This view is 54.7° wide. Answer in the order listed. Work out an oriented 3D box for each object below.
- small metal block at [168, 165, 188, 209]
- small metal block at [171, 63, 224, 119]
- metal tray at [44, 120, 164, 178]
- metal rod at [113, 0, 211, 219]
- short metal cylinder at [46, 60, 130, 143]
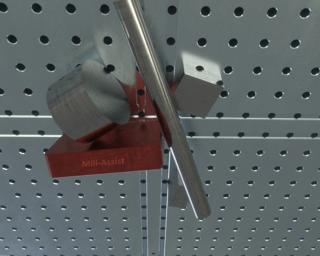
[{"bbox_3d":[0.031,0.085,0.468,0.025,0.050,0.050,11,129,-10],"label":"small metal block"},{"bbox_3d":[0.042,-0.044,0.375,0.050,0.025,0.050,16,128,-14],"label":"small metal block"},{"bbox_3d":[-0.061,0.023,0.384,0.131,0.090,0.030,-5,109,4],"label":"metal tray"},{"bbox_3d":[0.013,-0.004,0.371,0.025,0.025,0.299,-15,118,12],"label":"metal rod"},{"bbox_3d":[-0.078,-0.029,0.350,0.050,0.080,0.080,-28,125,21],"label":"short metal cylinder"}]
